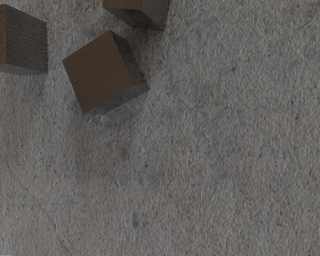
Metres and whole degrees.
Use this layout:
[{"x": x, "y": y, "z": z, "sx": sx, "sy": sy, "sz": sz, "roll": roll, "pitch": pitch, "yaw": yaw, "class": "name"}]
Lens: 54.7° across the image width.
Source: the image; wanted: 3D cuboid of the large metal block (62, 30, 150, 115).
[{"x": -0.073, "y": -0.072, "z": 0.421, "sx": 0.080, "sy": 0.050, "sz": 0.080, "roll": -26, "pitch": 81, "yaw": 18, "class": "large metal block"}]

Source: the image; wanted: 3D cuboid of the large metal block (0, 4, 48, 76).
[{"x": -0.214, "y": -0.124, "z": 0.455, "sx": 0.050, "sy": 0.080, "sz": 0.080, "roll": -2, "pitch": 89, "yaw": 20, "class": "large metal block"}]

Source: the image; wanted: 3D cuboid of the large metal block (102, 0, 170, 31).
[{"x": -0.023, "y": -0.175, "z": 0.388, "sx": 0.050, "sy": 0.080, "sz": 0.080, "roll": 12, "pitch": 94, "yaw": 19, "class": "large metal block"}]
